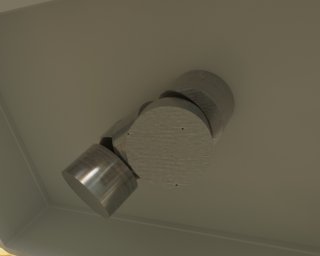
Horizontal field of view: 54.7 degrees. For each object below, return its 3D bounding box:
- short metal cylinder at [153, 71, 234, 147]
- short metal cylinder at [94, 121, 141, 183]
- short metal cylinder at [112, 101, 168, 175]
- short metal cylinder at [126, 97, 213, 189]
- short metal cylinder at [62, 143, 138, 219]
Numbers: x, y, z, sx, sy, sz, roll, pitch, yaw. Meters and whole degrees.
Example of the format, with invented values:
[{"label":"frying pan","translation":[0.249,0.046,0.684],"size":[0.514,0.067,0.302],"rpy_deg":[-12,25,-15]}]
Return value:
[{"label":"short metal cylinder","translation":[0.039,-0.020,0.357],"size":[0.080,0.050,0.079],"rpy_deg":[13,124,20]},{"label":"short metal cylinder","translation":[-0.049,0.035,0.436],"size":[0.080,0.050,0.079],"rpy_deg":[13,124,20]},{"label":"short metal cylinder","translation":[-0.011,0.014,0.384],"size":[0.050,0.080,0.080],"rpy_deg":[-33,100,38]},{"label":"short metal cylinder","translation":[0.011,0.013,0.307],"size":[0.080,0.050,0.079],"rpy_deg":[1,105,5]},{"label":"short metal cylinder","translation":[-0.075,0.066,0.385],"size":[0.080,0.050,0.080],"rpy_deg":[32,150,22]}]
